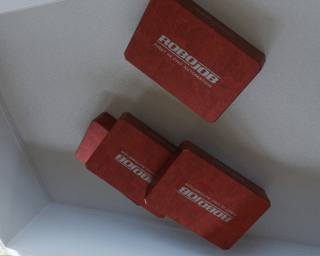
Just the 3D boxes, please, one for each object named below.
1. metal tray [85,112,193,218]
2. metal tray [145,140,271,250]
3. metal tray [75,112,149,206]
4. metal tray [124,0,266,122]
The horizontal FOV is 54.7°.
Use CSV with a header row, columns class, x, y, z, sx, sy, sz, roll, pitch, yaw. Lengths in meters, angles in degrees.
class,x,y,z,sx,sy,sz,roll,pitch,yaw
metal tray,-0.022,0.052,0.417,0.130,0.030,0.090,36,109,-7
metal tray,0.058,0.086,0.391,0.130,0.030,0.090,33,107,-9
metal tray,-0.056,0.048,0.463,0.130,0.030,0.089,38,129,2
metal tray,0.034,-0.078,0.339,0.130,0.030,0.089,38,129,2
